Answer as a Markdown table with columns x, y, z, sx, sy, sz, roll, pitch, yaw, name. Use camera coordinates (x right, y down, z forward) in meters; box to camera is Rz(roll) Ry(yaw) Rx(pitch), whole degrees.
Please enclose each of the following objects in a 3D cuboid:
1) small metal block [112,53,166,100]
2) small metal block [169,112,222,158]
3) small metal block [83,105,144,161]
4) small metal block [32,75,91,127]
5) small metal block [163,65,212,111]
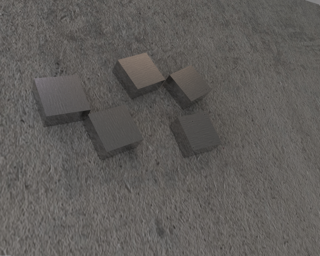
| x | y | z | sx | sy | sz | roll | pitch | yaw | name |
| --- | --- | --- | --- | --- | --- | --- | --- | --- | --- |
| -0.030 | -0.073 | 0.432 | 0.050 | 0.025 | 0.050 | -25 | 76 | -37 | small metal block |
| 0.048 | 0.009 | 0.424 | 0.050 | 0.025 | 0.050 | -11 | 67 | -33 | small metal block |
| -0.056 | 0.005 | 0.371 | 0.050 | 0.025 | 0.050 | -19 | 72 | -35 | small metal block |
| -0.115 | -0.032 | 0.361 | 0.050 | 0.025 | 0.050 | -12 | 68 | -33 | small metal block |
| 0.041 | -0.061 | 0.463 | 0.050 | 0.025 | 0.050 | -31 | 79 | -38 | small metal block |
